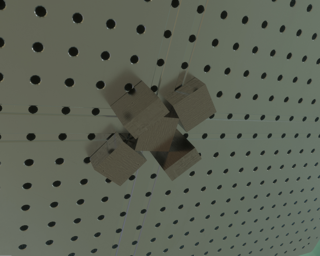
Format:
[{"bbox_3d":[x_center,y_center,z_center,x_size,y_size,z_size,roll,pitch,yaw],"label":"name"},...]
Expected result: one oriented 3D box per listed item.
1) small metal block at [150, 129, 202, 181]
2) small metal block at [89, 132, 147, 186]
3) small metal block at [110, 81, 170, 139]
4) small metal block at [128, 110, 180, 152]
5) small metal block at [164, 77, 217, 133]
[{"bbox_3d":[0.021,0.037,0.428,0.050,0.050,0.025,-36,129,-4],"label":"small metal block"},{"bbox_3d":[-0.054,0.041,0.406,0.050,0.025,0.050,-44,130,2],"label":"small metal block"},{"bbox_3d":[-0.025,-0.022,0.367,0.050,0.050,0.025,-39,130,-1],"label":"small metal block"},{"bbox_3d":[-0.008,0.003,0.407,0.050,0.025,0.050,4,115,-29],"label":"small metal block"},{"bbox_3d":[0.042,-0.031,0.414,0.050,0.025,0.050,-34,129,-5],"label":"small metal block"}]
